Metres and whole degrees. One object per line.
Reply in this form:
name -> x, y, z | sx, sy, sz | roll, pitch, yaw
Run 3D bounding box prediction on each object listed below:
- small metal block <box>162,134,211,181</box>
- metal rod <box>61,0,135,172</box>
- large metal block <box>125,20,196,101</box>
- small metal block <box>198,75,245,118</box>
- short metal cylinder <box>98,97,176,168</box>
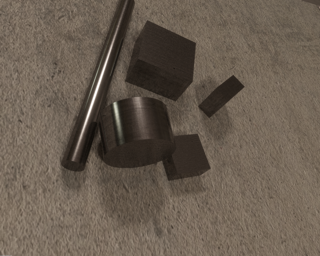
small metal block -> 0.030, 0.037, 0.399 | 0.050, 0.025, 0.050 | -4, 64, -30
metal rod -> -0.073, -0.081, 0.414 | 0.025, 0.025, 0.300 | 21, 54, -16
large metal block -> 0.003, -0.097, 0.450 | 0.080, 0.050, 0.080 | 20, 54, -17
small metal block -> 0.093, -0.048, 0.469 | 0.025, 0.050, 0.050 | 48, 51, 5
short metal cylinder -> -0.026, 0.007, 0.351 | 0.081, 0.080, 0.050 | 2, 61, -28
